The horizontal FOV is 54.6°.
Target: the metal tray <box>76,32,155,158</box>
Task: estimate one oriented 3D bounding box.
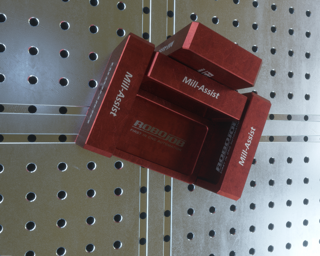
[{"bbox_3d":[-0.055,-0.035,0.357,0.030,0.090,0.130,23,82,-19],"label":"metal tray"}]

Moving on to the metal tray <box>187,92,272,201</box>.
[{"bbox_3d":[0.088,0.021,0.409,0.030,0.090,0.130,23,83,-19],"label":"metal tray"}]

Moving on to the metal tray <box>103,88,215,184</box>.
[{"bbox_3d":[0.000,0.011,0.409,0.131,0.030,0.090,23,82,-19],"label":"metal tray"}]

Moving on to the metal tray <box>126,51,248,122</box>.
[{"bbox_3d":[0.031,-0.046,0.389,0.131,0.090,0.030,23,83,-19],"label":"metal tray"}]

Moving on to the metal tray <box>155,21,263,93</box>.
[{"bbox_3d":[0.045,-0.075,0.372,0.090,0.130,0.030,24,83,-19],"label":"metal tray"}]
